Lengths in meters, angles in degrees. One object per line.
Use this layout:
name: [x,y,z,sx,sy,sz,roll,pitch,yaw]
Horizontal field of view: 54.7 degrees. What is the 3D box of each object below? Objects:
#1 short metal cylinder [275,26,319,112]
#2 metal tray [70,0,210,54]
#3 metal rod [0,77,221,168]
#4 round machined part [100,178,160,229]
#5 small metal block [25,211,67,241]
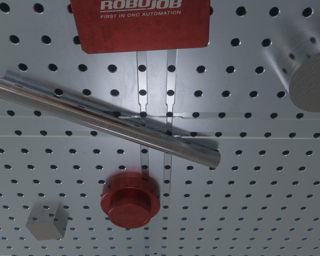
short metal cylinder: [0.176,-0.064,0.342,0.081,0.050,0.079,0,130,0]
metal tray: [-0.018,-0.123,0.303,0.131,0.030,0.089,-3,130,2]
metal rod: [-0.055,-0.001,0.410,0.302,0.025,0.025,19,127,-16]
round machined part: [-0.049,0.129,0.510,0.099,0.042,0.097,0,130,0]
small metal block: [-0.205,0.178,0.561,0.050,0.025,0.050,-8,130,6]
